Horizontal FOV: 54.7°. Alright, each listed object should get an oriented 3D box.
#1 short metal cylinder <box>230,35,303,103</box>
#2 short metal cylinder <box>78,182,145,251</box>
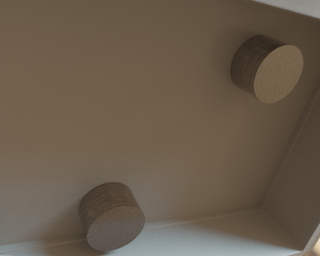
[{"bbox_3d":[0.144,-0.080,0.421,0.081,0.050,0.079,-14,124,-21],"label":"short metal cylinder"},{"bbox_3d":[-0.067,0.123,0.431,0.081,0.050,0.079,-14,124,-21],"label":"short metal cylinder"}]
